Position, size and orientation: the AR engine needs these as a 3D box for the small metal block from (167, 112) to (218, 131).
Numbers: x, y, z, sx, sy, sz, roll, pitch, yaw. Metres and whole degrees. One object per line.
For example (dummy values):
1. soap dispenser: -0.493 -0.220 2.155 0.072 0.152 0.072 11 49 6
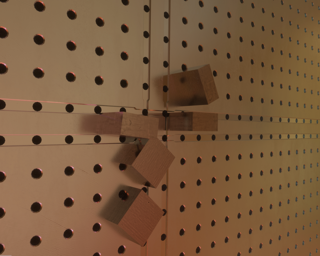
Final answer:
1. small metal block: 0.045 -0.008 0.433 0.050 0.050 0.025 1 90 -40

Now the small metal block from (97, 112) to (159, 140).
1. small metal block: -0.037 -0.002 0.363 0.050 0.050 0.025 9 84 -40

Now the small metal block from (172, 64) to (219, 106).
1. small metal block: 0.050 -0.059 0.437 0.025 0.050 0.050 -31 110 -36

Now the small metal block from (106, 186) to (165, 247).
1. small metal block: -0.029 0.110 0.387 0.050 0.025 0.050 52 60 -28

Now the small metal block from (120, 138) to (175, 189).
1. small metal block: -0.015 0.041 0.399 0.050 0.025 0.050 49 61 -29
